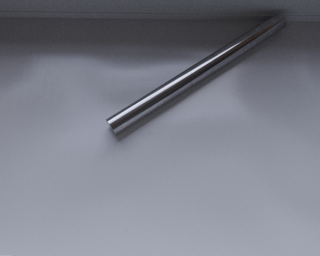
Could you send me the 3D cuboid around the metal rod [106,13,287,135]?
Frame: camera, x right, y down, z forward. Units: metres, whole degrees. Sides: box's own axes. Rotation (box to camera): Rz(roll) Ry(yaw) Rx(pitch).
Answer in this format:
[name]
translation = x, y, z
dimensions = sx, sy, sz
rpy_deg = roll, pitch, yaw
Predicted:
[metal rod]
translation = 0.059, -0.082, 0.439
dimensions = 0.301, 0.025, 0.025
rpy_deg = -33, 73, -12
